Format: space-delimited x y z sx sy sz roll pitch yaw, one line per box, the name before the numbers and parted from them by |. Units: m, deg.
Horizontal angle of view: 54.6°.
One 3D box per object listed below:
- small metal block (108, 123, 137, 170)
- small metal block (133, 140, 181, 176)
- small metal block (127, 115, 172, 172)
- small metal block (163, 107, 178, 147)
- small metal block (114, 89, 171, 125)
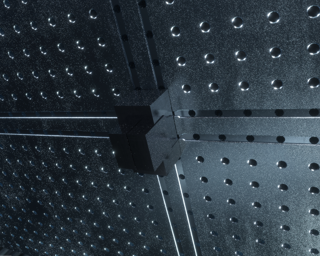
small metal block | -0.035 0.017 0.392 0.025 0.050 0.050 2 119 27
small metal block | -0.005 0.038 0.421 0.050 0.050 0.025 2 119 27
small metal block | -0.011 0.017 0.380 0.025 0.050 0.050 3 120 28
small metal block | -0.008 -0.001 0.415 0.050 0.025 0.050 2 120 28
small metal block | -0.021 -0.027 0.389 0.050 0.050 0.025 2 120 27
